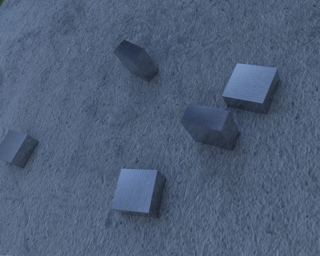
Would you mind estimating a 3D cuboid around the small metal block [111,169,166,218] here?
[{"bbox_3d":[-0.025,0.077,0.369,0.050,0.025,0.050,-2,61,27],"label":"small metal block"}]

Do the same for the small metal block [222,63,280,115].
[{"bbox_3d":[0.111,-0.048,0.375,0.050,0.025,0.050,16,70,34],"label":"small metal block"}]

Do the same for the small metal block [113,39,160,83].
[{"bbox_3d":[-0.036,-0.101,0.469,0.050,0.050,0.025,34,81,38],"label":"small metal block"}]

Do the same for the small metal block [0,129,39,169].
[{"bbox_3d":[-0.235,0.034,0.507,0.050,0.025,0.050,11,67,32],"label":"small metal block"}]

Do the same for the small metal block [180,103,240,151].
[{"bbox_3d":[0.059,-0.001,0.357,0.050,0.050,0.025,14,69,34],"label":"small metal block"}]
